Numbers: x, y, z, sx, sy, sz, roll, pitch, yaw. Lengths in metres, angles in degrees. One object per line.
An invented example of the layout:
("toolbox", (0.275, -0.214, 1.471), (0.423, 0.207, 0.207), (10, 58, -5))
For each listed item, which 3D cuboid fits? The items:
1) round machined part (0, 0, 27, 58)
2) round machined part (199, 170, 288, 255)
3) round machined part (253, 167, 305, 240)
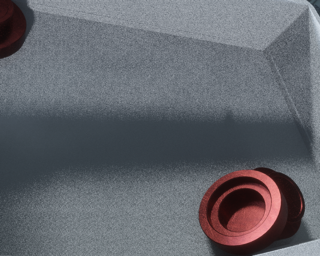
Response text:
("round machined part", (-0.209, -0.131, 0.362), (0.099, 0.042, 0.098), (14, 56, -21))
("round machined part", (0.098, 0.100, 0.360), (0.042, 0.098, 0.098), (52, 44, -32))
("round machined part", (0.153, 0.098, 0.417), (0.099, 0.042, 0.098), (14, 56, -21))
